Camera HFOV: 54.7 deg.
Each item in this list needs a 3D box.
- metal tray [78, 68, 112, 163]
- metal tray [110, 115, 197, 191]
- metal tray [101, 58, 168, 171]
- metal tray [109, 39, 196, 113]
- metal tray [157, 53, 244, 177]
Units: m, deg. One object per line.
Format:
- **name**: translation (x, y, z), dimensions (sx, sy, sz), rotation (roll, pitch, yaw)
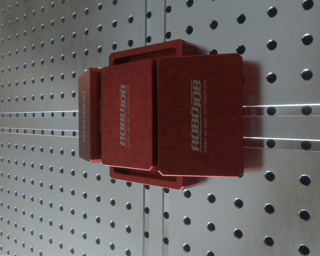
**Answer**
- **metal tray**: translation (-0.098, -0.017, 0.461), dimensions (0.090, 0.030, 0.129), rotation (180, 90, -65)
- **metal tray**: translation (-0.013, 0.029, 0.415), dimensions (0.130, 0.030, 0.089), rotation (1, 91, 39)
- **metal tray**: translation (-0.034, -0.016, 0.392), dimensions (0.090, 0.030, 0.129), rotation (0, 90, 39)
- **metal tray**: translation (-0.014, -0.062, 0.415), dimensions (0.130, 0.030, 0.089), rotation (1, 91, 39)
- **metal tray**: translation (0.045, -0.013, 0.343), dimensions (0.090, 0.030, 0.129), rotation (-1, 90, 12)
